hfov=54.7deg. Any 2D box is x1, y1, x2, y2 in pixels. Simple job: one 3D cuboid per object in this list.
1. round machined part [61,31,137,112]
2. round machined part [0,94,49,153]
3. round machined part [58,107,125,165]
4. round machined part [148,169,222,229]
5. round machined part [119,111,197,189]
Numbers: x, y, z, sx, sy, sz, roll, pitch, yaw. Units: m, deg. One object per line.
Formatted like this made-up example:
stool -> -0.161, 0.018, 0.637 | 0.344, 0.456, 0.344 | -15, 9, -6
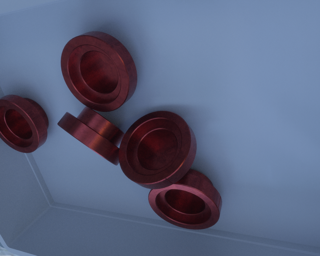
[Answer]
round machined part -> -0.072, -0.073, 0.390 | 0.098, 0.042, 0.097 | 13, 124, 21
round machined part -> -0.225, -0.011, 0.509 | 0.098, 0.042, 0.097 | 12, 124, 19
round machined part -> -0.087, 0.006, 0.426 | 0.098, 0.042, 0.098 | 34, 171, 6
round machined part -> 0.037, 0.094, 0.428 | 0.098, 0.042, 0.097 | 12, 133, 13
round machined part -> 0.001, 0.030, 0.392 | 0.098, 0.098, 0.042 | -1, 153, 28
